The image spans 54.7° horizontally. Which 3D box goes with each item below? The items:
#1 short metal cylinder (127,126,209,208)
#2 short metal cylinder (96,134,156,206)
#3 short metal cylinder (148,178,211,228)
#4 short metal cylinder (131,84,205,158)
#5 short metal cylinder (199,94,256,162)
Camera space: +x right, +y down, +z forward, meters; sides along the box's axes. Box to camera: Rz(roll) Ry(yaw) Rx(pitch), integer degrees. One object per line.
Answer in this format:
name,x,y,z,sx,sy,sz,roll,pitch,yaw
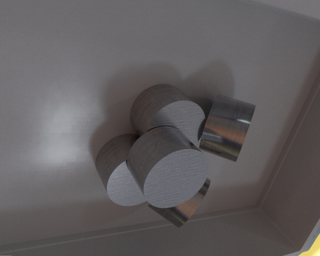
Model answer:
short metal cylinder,0.009,0.045,0.358,0.081,0.050,0.079,-14,125,-21
short metal cylinder,-0.038,0.055,0.406,0.081,0.050,0.079,-14,125,-21
short metal cylinder,0.027,0.091,0.435,0.050,0.080,0.080,35,101,2
short metal cylinder,0.010,-0.009,0.391,0.081,0.050,0.079,-14,125,-21
short metal cylinder,0.090,0.000,0.415,0.080,0.050,0.080,18,91,-77
